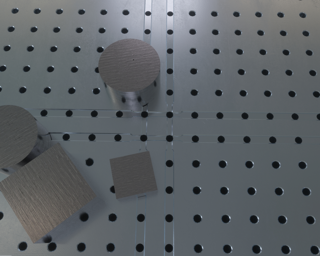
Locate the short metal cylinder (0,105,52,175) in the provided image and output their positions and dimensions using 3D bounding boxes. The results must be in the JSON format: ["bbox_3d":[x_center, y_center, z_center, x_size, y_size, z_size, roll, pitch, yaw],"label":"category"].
[{"bbox_3d":[-0.186,0.017,0.391,0.081,0.050,0.080,0,70,0],"label":"short metal cylinder"}]

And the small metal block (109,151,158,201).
[{"bbox_3d":[-0.033,0.061,0.389,0.050,0.025,0.050,-12,71,-5],"label":"small metal block"}]

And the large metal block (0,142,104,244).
[{"bbox_3d":[-0.127,0.078,0.369,0.080,0.050,0.080,-37,74,-12],"label":"large metal block"}]

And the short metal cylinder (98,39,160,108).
[{"bbox_3d":[-0.040,-0.074,0.425,0.081,0.050,0.080,0,70,0],"label":"short metal cylinder"}]
